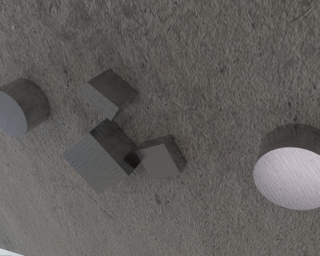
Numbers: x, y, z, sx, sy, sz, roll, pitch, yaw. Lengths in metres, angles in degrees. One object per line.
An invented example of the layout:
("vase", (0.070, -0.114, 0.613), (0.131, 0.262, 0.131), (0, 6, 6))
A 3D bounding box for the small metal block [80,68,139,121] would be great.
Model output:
("small metal block", (-0.064, -0.044, 0.397), (0.050, 0.050, 0.025), (39, 129, 1))

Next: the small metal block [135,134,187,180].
("small metal block", (0.002, 0.041, 0.431), (0.050, 0.025, 0.050), (-17, 110, 35))

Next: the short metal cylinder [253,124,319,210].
("short metal cylinder", (0.148, 0.042, 0.339), (0.080, 0.050, 0.079), (13, 124, 21))

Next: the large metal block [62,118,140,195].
("large metal block", (-0.084, 0.042, 0.461), (0.080, 0.050, 0.080), (49, 129, -7))

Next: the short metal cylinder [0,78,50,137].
("short metal cylinder", (-0.223, -0.032, 0.488), (0.080, 0.050, 0.079), (13, 124, 21))
